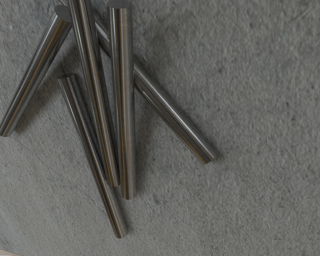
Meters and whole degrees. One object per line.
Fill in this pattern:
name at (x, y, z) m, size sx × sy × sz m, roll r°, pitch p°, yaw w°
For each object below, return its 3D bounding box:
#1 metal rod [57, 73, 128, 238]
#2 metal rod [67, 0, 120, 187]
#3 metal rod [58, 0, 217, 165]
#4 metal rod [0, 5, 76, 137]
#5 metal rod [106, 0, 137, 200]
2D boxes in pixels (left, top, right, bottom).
metal rod at (-0.100, 0.059, 0.493) m, size 0.025 × 0.025 × 0.298 m, roll 1°, pitch 119°, yaw 27°
metal rod at (-0.079, -0.033, 0.404) m, size 0.025 × 0.025 × 0.298 m, roll 13°, pitch 131°, yaw 20°
metal rod at (-0.035, -0.073, 0.378) m, size 0.300 × 0.025 × 0.025 m, roll 49°, pitch 128°, yaw -7°
metal rod at (-0.191, -0.062, 0.450) m, size 0.025 × 0.025 × 0.299 m, roll 47°, pitch 134°, yaw -5°
metal rod at (-0.045, -0.008, 0.400) m, size 0.025 × 0.025 × 0.298 m, roll 18°, pitch 133°, yaw 17°
